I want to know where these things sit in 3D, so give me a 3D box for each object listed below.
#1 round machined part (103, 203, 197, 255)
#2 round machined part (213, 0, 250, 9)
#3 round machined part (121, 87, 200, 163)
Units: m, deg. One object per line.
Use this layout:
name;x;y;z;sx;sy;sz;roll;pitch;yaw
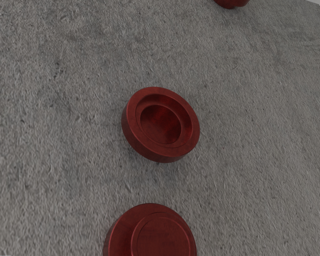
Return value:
round machined part;-0.004;0.124;0.315;0.099;0.042;0.098;14;56;-21
round machined part;0.141;-0.287;0.644;0.099;0.042;0.098;14;56;-21
round machined part;-0.002;-0.001;0.392;0.099;0.042;0.098;14;56;-21
